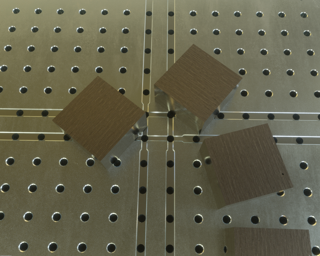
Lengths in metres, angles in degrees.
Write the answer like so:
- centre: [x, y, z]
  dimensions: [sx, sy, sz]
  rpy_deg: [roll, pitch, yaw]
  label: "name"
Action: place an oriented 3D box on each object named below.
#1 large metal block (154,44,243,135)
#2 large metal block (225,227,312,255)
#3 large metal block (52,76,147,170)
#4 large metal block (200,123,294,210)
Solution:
- centre: [0.049, -0.051, 0.418]
  dimensions: [0.080, 0.050, 0.080]
  rpy_deg: [39, 74, 13]
  label: "large metal block"
- centre: [0.118, 0.154, 0.343]
  dimensions: [0.080, 0.050, 0.080]
  rpy_deg: [2, 70, 1]
  label: "large metal block"
- centre: [-0.074, -0.006, 0.400]
  dimensions: [0.080, 0.050, 0.080]
  rpy_deg: [38, 74, 12]
  label: "large metal block"
- centre: [0.102, 0.048, 0.381]
  dimensions: [0.080, 0.050, 0.080]
  rpy_deg: [-14, 71, -5]
  label: "large metal block"
